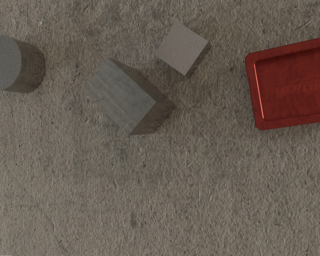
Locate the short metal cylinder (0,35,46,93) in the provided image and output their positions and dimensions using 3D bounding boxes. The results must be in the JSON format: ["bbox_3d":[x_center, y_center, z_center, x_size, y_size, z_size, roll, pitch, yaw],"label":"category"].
[{"bbox_3d":[-0.225,-0.095,0.473,0.080,0.050,0.079,0,90,19],"label":"short metal cylinder"}]

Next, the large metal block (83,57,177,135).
[{"bbox_3d":[-0.034,-0.037,0.391,0.080,0.080,0.050,44,104,14],"label":"large metal block"}]

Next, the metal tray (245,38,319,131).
[{"bbox_3d":[0.169,-0.050,0.346,0.130,0.030,0.089,-9,87,19],"label":"metal tray"}]

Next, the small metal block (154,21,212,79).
[{"bbox_3d":[0.030,-0.100,0.398,0.050,0.025,0.050,38,102,15],"label":"small metal block"}]
